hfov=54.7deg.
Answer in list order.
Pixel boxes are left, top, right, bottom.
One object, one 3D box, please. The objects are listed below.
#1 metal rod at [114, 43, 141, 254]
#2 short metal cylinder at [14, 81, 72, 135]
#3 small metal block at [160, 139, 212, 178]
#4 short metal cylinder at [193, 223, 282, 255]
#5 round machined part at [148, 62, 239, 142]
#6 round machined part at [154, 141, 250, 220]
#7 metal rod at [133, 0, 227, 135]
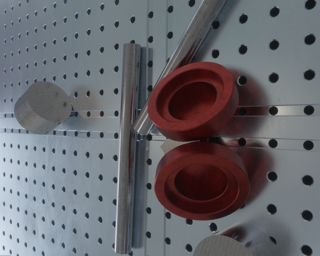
[{"bbox_3d":[-0.047,0.031,0.448,0.025,0.025,0.298,5,93,40],"label":"metal rod"},{"bbox_3d":[-0.204,-0.035,0.542,0.050,0.081,0.080,-33,70,35],"label":"short metal cylinder"},{"bbox_3d":[0.036,0.025,0.380,0.050,0.025,0.050,-50,61,28],"label":"small metal block"},{"bbox_3d":[0.081,0.147,0.326,0.080,0.050,0.080,0,90,40],"label":"short metal cylinder"},{"bbox_3d":[0.039,-0.025,0.346,0.098,0.042,0.098,-16,47,19],"label":"round machined part"},{"bbox_3d":[0.045,0.053,0.339,0.098,0.098,0.042,-47,19,30],"label":"round machined part"},{"bbox_3d":[0.044,-0.116,0.373,0.025,0.025,0.298,45,117,30],"label":"metal rod"}]
